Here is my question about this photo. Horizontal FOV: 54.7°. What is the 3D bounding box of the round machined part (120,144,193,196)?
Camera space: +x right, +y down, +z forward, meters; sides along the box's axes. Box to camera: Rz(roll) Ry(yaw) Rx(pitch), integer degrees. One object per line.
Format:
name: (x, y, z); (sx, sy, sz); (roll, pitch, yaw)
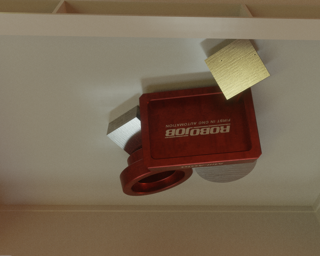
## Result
round machined part: (-0.007, 0.056, 0.429); (0.099, 0.042, 0.098); (-14, 153, -7)

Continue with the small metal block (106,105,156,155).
small metal block: (-0.034, 0.005, 0.413); (0.050, 0.025, 0.050); (-30, 124, 23)

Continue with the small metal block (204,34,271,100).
small metal block: (0.085, -0.066, 0.338); (0.050, 0.025, 0.050); (-30, 87, 23)

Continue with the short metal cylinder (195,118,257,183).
short metal cylinder: (0.084, 0.029, 0.419); (0.081, 0.050, 0.079); (0, 130, 0)

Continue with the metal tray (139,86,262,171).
metal tray: (0.044, 0.000, 0.366); (0.131, 0.090, 0.030); (-6, 164, 4)
